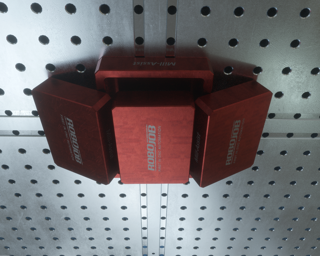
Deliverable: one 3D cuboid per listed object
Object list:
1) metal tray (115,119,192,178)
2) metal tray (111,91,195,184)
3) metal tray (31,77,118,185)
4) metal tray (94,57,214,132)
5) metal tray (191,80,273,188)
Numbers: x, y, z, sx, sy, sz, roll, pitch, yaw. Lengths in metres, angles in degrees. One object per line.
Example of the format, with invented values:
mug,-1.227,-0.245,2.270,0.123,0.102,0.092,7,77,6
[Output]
metal tray,-0.006,0.030,0.435,0.131,0.030,0.089,0,131,-1
metal tray,-0.007,0.016,0.382,0.091,0.030,0.129,0,130,0
metal tray,-0.101,0.007,0.389,0.090,0.030,0.129,17,134,19
metal tray,-0.007,-0.038,0.375,0.131,0.030,0.089,0,131,-1
metal tray,0.086,0.011,0.394,0.091,0.030,0.129,-19,134,-21
